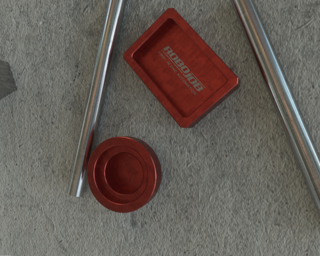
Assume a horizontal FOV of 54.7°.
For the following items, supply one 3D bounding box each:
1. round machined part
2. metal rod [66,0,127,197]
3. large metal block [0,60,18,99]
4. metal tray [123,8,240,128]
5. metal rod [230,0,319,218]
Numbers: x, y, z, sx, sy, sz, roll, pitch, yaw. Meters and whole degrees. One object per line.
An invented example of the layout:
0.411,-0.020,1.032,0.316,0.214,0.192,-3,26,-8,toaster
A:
-0.044,0.059,0.414,0.098,0.042,0.097,0,90,19,round machined part
-0.089,-0.049,0.439,0.025,0.025,0.298,15,95,19,metal rod
-0.288,-0.070,0.479,0.080,0.080,0.050,-23,83,18,large metal block
0.026,-0.075,0.396,0.090,0.030,0.130,-42,77,14,metal tray
0.147,-0.022,0.357,0.025,0.025,0.299,-22,83,18,metal rod
